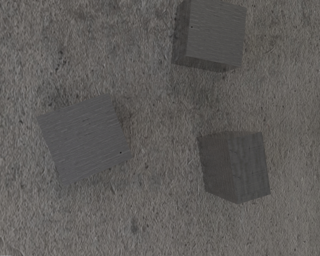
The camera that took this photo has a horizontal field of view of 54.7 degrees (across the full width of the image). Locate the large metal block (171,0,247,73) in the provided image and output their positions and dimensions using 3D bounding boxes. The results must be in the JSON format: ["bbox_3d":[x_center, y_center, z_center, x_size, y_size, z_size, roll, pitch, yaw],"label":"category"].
[{"bbox_3d":[0.065,-0.124,0.419,0.081,0.050,0.080,6,88,-20],"label":"large metal block"}]

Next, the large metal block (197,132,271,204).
[{"bbox_3d":[0.096,0.048,0.415,0.050,0.080,0.080,-11,94,-20],"label":"large metal block"}]

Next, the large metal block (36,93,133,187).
[{"bbox_3d":[-0.089,0.011,0.363,0.081,0.050,0.080,-22,98,-19],"label":"large metal block"}]
